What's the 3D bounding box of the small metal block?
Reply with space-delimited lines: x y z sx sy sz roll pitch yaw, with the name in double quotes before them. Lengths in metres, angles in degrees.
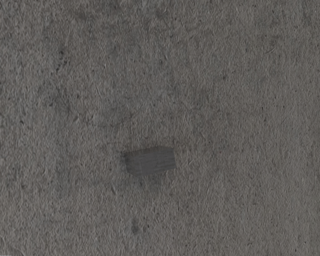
"small metal block" -0.014 0.041 0.390 0.050 0.050 0.025 -11 94 -20
